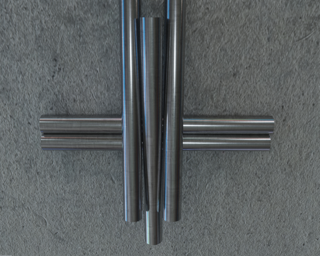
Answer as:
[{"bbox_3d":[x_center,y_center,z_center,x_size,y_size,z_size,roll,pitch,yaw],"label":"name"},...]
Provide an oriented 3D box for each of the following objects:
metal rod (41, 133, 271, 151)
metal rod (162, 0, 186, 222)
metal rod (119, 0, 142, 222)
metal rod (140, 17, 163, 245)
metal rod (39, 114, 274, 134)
[{"bbox_3d":[-0.005,0.019,0.419,0.302,0.025,0.025,0,110,-1],"label":"metal rod"},{"bbox_3d":[0.017,-0.028,0.378,0.025,0.025,0.298,0,102,-1],"label":"metal rod"},{"bbox_3d":[-0.035,-0.027,0.378,0.025,0.025,0.298,0,102,-1],"label":"metal rod"},{"bbox_3d":[-0.009,0.018,0.390,0.025,0.025,0.298,0,110,0],"label":"metal rod"},{"bbox_3d":[-0.003,-0.005,0.410,0.302,0.025,0.025,0,110,-1],"label":"metal rod"}]
